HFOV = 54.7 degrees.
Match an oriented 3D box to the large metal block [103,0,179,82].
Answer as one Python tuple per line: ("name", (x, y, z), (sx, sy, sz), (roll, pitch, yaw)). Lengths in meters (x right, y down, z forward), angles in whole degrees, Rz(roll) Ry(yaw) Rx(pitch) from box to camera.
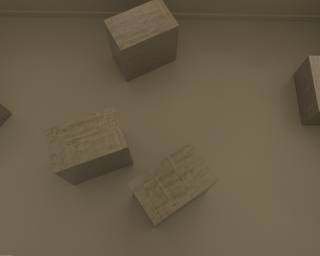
("large metal block", (-0.023, -0.118, 0.423), (0.080, 0.080, 0.050), (-26, 73, -9))

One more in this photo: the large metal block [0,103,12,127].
("large metal block", (-0.247, -0.015, 0.383), (0.050, 0.080, 0.080), (32, 73, 10))

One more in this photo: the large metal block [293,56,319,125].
("large metal block", (0.236, -0.049, 0.417), (0.081, 0.050, 0.080), (0, 70, 0))

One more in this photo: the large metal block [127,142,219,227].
("large metal block", (0.014, 0.068, 0.356), (0.080, 0.080, 0.050), (-33, 74, -11))

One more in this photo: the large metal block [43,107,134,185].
("large metal block", (-0.081, 0.025, 0.370), (0.081, 0.080, 0.050), (-19, 72, -7))
